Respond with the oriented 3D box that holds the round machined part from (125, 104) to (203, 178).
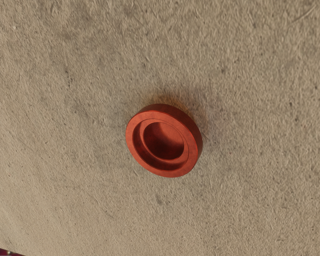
[{"bbox_3d":[0.008,0.012,0.400,0.098,0.042,0.097,13,124,21],"label":"round machined part"}]
